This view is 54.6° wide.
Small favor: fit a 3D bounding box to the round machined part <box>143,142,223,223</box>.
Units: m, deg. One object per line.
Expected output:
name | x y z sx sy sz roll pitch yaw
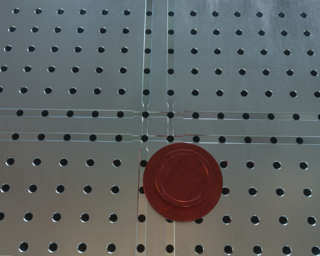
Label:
round machined part | 0.028 0.064 0.380 0.099 0.042 0.098 0 70 0
